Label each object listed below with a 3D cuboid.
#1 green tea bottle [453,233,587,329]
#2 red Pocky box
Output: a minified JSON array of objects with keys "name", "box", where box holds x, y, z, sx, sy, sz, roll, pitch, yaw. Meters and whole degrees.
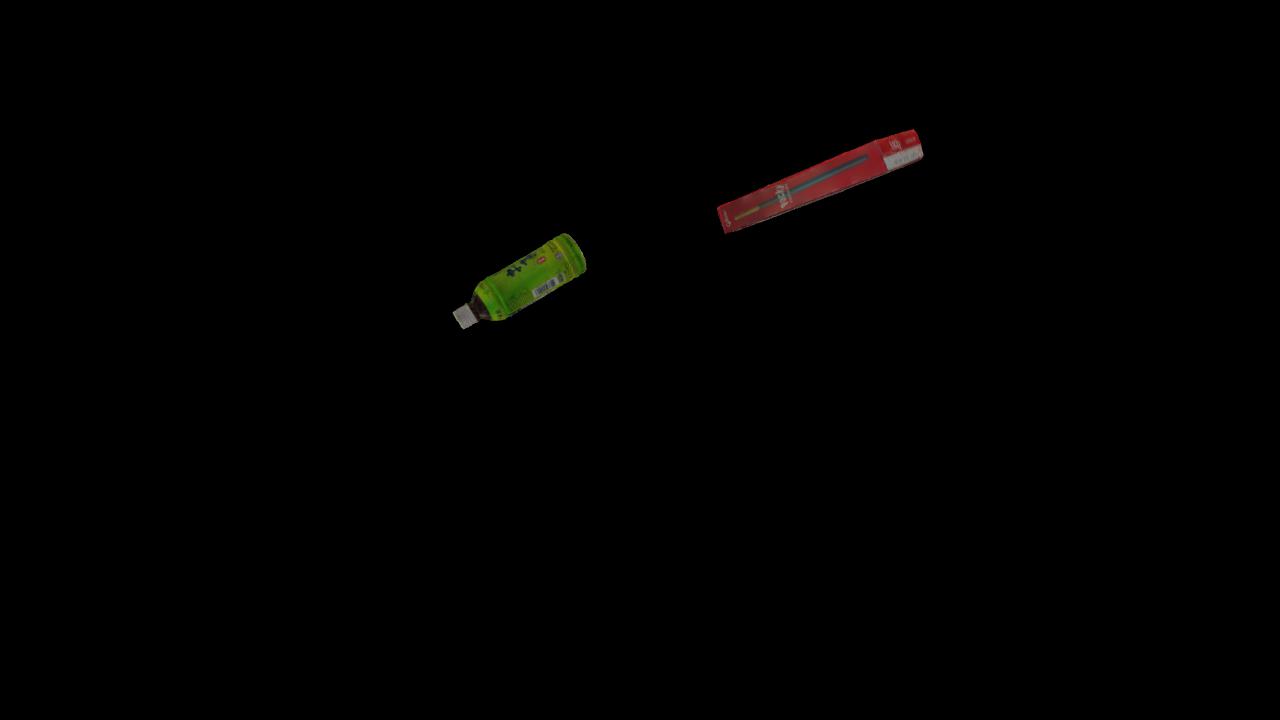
[{"name":"green tea bottle","box":[-0.183,-0.113,0.933,0.212,0.073,0.073,-35,11,-16]},{"name":"red Pocky box","box":[0.148,-0.149,0.523,0.155,0.028,0.083,-13,12,46]}]
